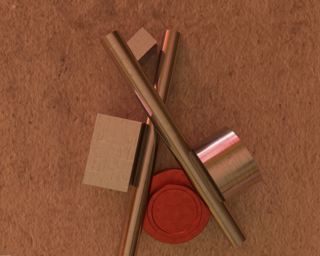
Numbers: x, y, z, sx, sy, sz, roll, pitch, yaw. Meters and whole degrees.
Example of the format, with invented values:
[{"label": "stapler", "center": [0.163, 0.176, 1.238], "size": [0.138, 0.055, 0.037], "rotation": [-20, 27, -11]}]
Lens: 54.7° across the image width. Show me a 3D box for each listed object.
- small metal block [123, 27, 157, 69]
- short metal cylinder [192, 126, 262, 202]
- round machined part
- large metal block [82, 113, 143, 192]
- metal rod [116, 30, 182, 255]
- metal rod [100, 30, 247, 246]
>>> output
[{"label": "small metal block", "center": [-0.030, -0.096, 0.398], "size": [0.050, 0.050, 0.025], "rotation": [-45, 91, 0]}, {"label": "short metal cylinder", "center": [0.081, 0.045, 0.385], "size": [0.050, 0.080, 0.080], "rotation": [-32, 90, 0]}, {"label": "round machined part", "center": [0.018, 0.103, 0.404], "size": [0.099, 0.042, 0.097], "rotation": [0, 90, -1]}, {"label": "large metal block", "center": [-0.053, 0.027, 0.383], "size": [0.050, 0.080, 0.080], "rotation": [12, 90, 0]}, {"label": "metal rod", "center": [-0.013, 0.020, 0.396], "size": [0.025, 0.025, 0.298], "rotation": [12, 84, -1]}, {"label": "metal rod", "center": [0.022, 0.020, 0.377], "size": [0.025, 0.025, 0.299], "rotation": [-33, 99, 0]}]
